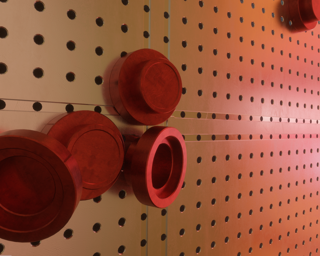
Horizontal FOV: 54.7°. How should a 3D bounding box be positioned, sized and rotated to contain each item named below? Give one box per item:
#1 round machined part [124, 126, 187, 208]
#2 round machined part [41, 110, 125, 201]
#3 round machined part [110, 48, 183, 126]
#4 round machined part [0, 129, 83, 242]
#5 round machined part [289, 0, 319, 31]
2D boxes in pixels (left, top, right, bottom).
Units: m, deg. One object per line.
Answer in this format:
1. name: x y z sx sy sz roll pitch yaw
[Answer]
1. round machined part: -0.008 0.046 0.381 0.099 0.042 0.097 -12 104 -58
2. round machined part: -0.079 0.029 0.334 0.099 0.042 0.097 0 90 -40
3. round machined part: -0.010 -0.052 0.391 0.099 0.042 0.097 0 90 -40
4. round machined part: -0.118 0.048 0.278 0.099 0.042 0.097 0 104 1
5. round machined part: 0.325 -0.264 0.674 0.099 0.042 0.097 0 90 -40
